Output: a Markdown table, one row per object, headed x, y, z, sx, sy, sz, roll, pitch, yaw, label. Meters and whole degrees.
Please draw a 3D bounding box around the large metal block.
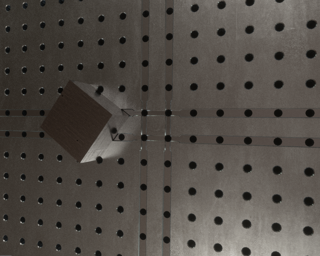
| x | y | z | sx | sy | sz | roll | pitch | yaw | label |
| --- | --- | --- | --- | --- | --- | --- | --- | --- | --- |
| -0.105 | -0.009 | 0.435 | 0.080 | 0.050 | 0.080 | 39 | 102 | 15 | large metal block |
